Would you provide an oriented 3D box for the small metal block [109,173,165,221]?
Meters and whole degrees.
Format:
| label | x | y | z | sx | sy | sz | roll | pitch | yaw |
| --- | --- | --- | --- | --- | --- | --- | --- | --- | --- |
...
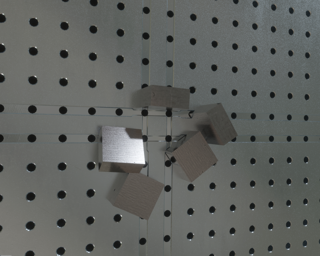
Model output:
| label | x | y | z | sx | sy | sz | roll | pitch | yaw |
| --- | --- | --- | --- | --- | --- | --- | --- | --- | --- |
| small metal block | -0.030 | 0.084 | 0.402 | 0.050 | 0.025 | 0.050 | 29 | 81 | -18 |

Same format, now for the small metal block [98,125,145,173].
| label | x | y | z | sx | sy | sz | roll | pitch | yaw |
| --- | --- | --- | --- | --- | --- | --- | --- | --- | --- |
| small metal block | -0.048 | 0.027 | 0.382 | 0.050 | 0.025 | 0.050 | 6 | 53 | -20 |

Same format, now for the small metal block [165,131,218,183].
| label | x | y | z | sx | sy | sz | roll | pitch | yaw |
| --- | --- | --- | --- | --- | --- | --- | --- | --- | --- |
| small metal block | 0.044 | 0.039 | 0.428 | 0.050 | 0.025 | 0.050 | -36 | 102 | -16 |

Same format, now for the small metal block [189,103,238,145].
| label | x | y | z | sx | sy | sz | roll | pitch | yaw |
| --- | --- | --- | --- | --- | --- | --- | --- | --- | --- |
| small metal block | 0.073 | -0.005 | 0.426 | 0.025 | 0.050 | 0.050 | -33 | 101 | -17 |

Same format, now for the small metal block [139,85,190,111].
| label | x | y | z | sx | sy | sz | roll | pitch | yaw |
| --- | --- | --- | --- | --- | --- | --- | --- | --- | --- |
| small metal block | 0.005 | -0.038 | 0.401 | 0.050 | 0.050 | 0.025 | 4 | 89 | -20 |
